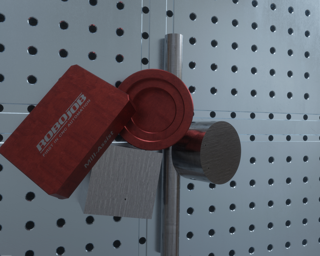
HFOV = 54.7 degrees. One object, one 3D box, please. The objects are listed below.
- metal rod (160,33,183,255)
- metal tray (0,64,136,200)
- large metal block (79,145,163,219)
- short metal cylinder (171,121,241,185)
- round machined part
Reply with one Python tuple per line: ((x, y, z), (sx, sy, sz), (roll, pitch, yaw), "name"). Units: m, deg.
((0.016, 0.024, 0.419), (0.025, 0.025, 0.298), (1, 90, -20), "metal rod")
((-0.101, 0.001, 0.347), (0.090, 0.030, 0.130), (32, 77, 22), "metal tray")
((-0.049, 0.062, 0.381), (0.081, 0.050, 0.080), (11, 86, -20), "large metal block")
((0.062, 0.031, 0.408), (0.081, 0.050, 0.079), (0, 91, -40), "short metal cylinder")
((-0.008, -0.021, 0.387), (0.099, 0.042, 0.097), (0, 89, 5), "round machined part")
